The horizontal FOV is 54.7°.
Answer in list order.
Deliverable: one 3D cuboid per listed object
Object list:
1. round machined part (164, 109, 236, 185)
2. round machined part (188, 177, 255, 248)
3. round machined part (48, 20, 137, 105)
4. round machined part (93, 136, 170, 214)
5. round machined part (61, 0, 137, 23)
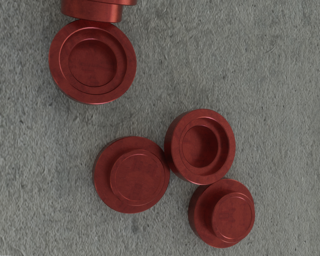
[{"bbox_3d":[0.049,0.024,0.414,0.099,0.042,0.097,1,87,-26],"label":"round machined part"},{"bbox_3d":[0.093,0.120,0.434,0.099,0.042,0.097,0,90,-20],"label":"round machined part"},{"bbox_3d":[-0.081,-0.076,0.370,0.099,0.042,0.097,0,90,-20],"label":"round machined part"},{"bbox_3d":[-0.032,0.059,0.388,0.099,0.042,0.097,0,90,-20],"label":"round machined part"},{"bbox_3d":[-0.075,-0.146,0.348,0.099,0.098,0.042,1,117,-20],"label":"round machined part"}]
